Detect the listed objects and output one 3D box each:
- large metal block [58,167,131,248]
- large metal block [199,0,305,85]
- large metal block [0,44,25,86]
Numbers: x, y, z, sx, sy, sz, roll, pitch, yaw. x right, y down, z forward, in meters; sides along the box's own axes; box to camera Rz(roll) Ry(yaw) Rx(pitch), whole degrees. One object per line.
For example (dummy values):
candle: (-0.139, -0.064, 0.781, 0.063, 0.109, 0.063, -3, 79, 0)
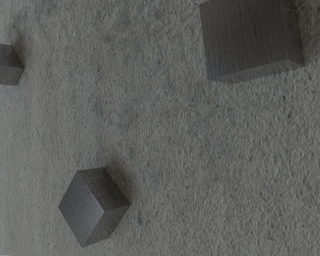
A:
large metal block: (-0.102, 0.119, 0.473, 0.080, 0.050, 0.080, 47, 118, 30)
large metal block: (0.091, -0.094, 0.313, 0.080, 0.050, 0.080, -9, 84, 39)
large metal block: (-0.349, -0.138, 0.658, 0.050, 0.081, 0.080, -51, 60, 28)
